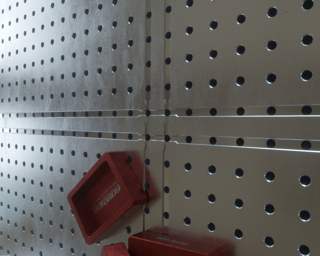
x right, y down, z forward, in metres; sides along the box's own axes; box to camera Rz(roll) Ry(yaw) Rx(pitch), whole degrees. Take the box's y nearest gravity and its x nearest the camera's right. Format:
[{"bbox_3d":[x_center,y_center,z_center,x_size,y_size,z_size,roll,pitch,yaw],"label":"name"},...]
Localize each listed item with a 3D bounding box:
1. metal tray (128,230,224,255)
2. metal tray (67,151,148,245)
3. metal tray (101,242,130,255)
[{"bbox_3d":[0.017,0.187,0.390,0.130,0.030,0.089,-4,88,39],"label":"metal tray"},{"bbox_3d":[-0.085,0.107,0.473,0.129,0.030,0.090,-46,63,30],"label":"metal tray"},{"bbox_3d":[-0.060,0.234,0.419,0.090,0.030,0.129,50,133,48],"label":"metal tray"}]
